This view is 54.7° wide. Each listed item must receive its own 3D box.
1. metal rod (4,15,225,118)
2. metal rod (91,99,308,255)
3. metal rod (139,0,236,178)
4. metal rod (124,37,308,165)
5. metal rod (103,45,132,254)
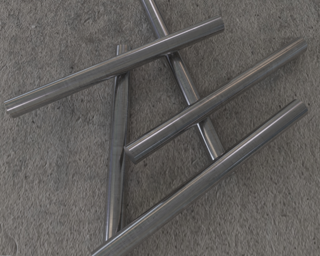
[{"bbox_3d":[-0.052,-0.085,0.410,0.302,0.025,0.025,-24,72,-9],"label":"metal rod"},{"bbox_3d":[0.055,0.058,0.359,0.301,0.025,0.025,-35,74,-12],"label":"metal rod"},{"bbox_3d":[0.031,-0.071,0.434,0.025,0.025,0.299,-19,71,-7],"label":"metal rod"},{"bbox_3d":[0.086,-0.045,0.403,0.302,0.025,0.025,-33,73,-20],"label":"metal rod"},{"bbox_3d":[-0.053,0.027,0.397,0.025,0.025,0.299,0,70,0],"label":"metal rod"}]
